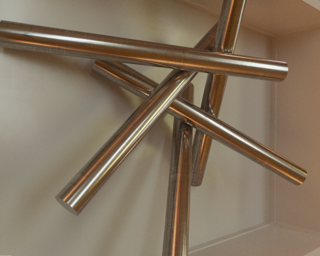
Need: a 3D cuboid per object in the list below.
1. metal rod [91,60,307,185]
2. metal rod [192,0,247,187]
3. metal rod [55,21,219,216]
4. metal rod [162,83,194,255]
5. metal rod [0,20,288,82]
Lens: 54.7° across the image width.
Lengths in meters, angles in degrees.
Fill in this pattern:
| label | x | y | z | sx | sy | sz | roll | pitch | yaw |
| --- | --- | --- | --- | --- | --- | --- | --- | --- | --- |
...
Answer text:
| label | x | y | z | sx | sy | sz | roll | pitch | yaw |
| --- | --- | --- | --- | --- | --- | --- | --- | --- | --- |
| metal rod | 0.058 | -0.005 | 0.381 | 0.301 | 0.025 | 0.025 | 29 | 70 | -12 |
| metal rod | 0.070 | -0.055 | 0.386 | 0.025 | 0.025 | 0.298 | -14 | 124 | -39 |
| metal rod | 0.004 | -0.034 | 0.337 | 0.301 | 0.025 | 0.025 | -51 | 120 | -31 |
| metal rod | 0.022 | 0.061 | 0.348 | 0.025 | 0.025 | 0.300 | 37 | 43 | -34 |
| metal rod | -0.001 | -0.077 | 0.327 | 0.302 | 0.025 | 0.025 | 4 | 87 | -16 |
